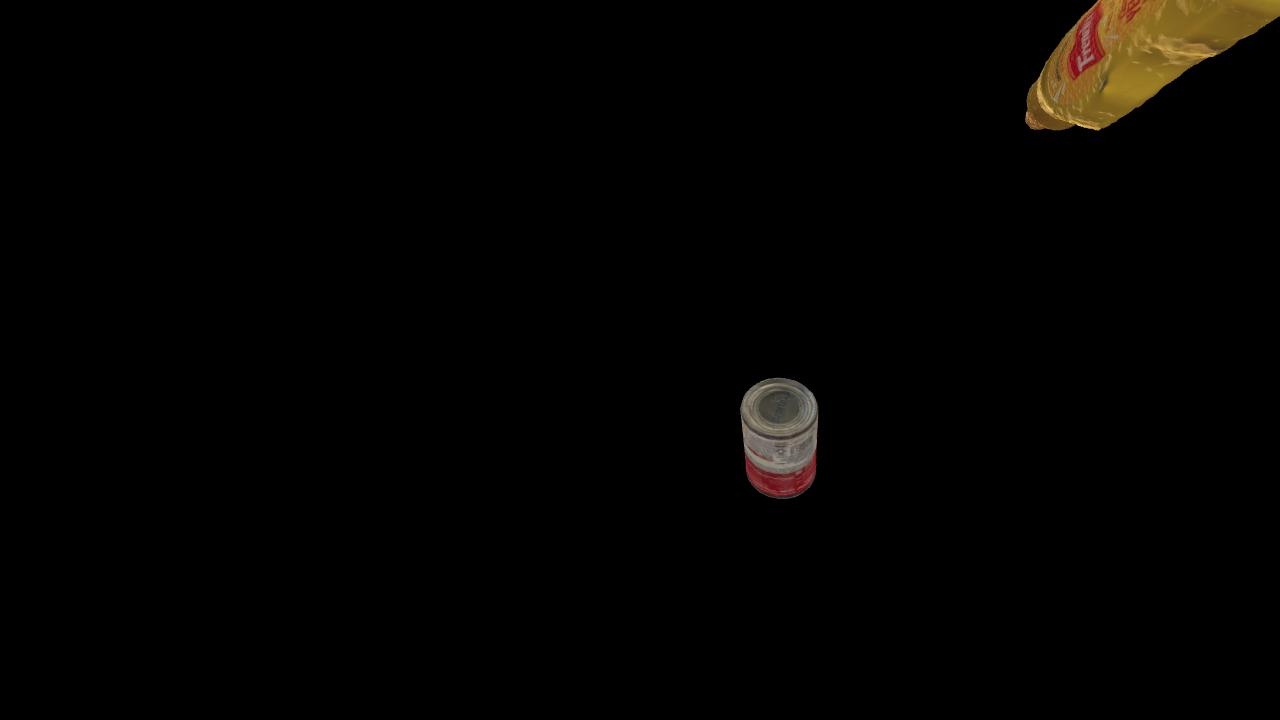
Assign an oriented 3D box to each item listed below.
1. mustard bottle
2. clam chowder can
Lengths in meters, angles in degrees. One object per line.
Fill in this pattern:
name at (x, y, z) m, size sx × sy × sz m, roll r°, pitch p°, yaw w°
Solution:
mustard bottle at (0.302, -0.195, 0.380) m, size 0.054 × 0.092 × 0.184 m, roll 9°, pitch -7°, yaw 2°
clam chowder can at (0.128, 0.073, 0.565) m, size 0.068 × 0.068 × 0.102 m, roll 0°, pitch -41°, yaw 14°
